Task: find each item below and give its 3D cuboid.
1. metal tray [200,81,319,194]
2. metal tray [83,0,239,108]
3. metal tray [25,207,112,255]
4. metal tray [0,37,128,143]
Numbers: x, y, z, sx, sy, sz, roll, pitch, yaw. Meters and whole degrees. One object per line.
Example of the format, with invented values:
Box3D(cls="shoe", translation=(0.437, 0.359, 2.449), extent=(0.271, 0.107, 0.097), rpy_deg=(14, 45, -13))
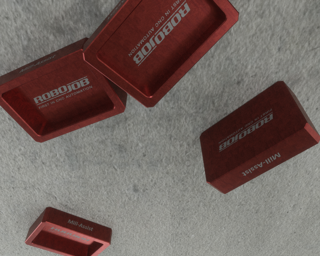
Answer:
Box3D(cls="metal tray", translation=(0.111, 0.012, 0.376), extent=(0.130, 0.090, 0.030), rpy_deg=(-37, 121, 27))
Box3D(cls="metal tray", translation=(-0.001, -0.093, 0.304), extent=(0.090, 0.030, 0.130), rpy_deg=(37, 107, -28))
Box3D(cls="metal tray", translation=(-0.167, 0.200, 0.571), extent=(0.131, 0.030, 0.090), rpy_deg=(28, 124, -23))
Box3D(cls="metal tray", translation=(-0.117, -0.040, 0.368), extent=(0.130, 0.030, 0.090), rpy_deg=(-19, 128, 15))
